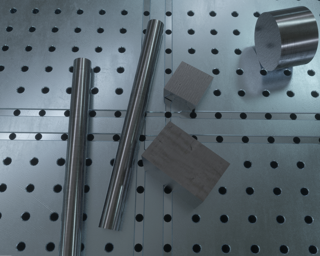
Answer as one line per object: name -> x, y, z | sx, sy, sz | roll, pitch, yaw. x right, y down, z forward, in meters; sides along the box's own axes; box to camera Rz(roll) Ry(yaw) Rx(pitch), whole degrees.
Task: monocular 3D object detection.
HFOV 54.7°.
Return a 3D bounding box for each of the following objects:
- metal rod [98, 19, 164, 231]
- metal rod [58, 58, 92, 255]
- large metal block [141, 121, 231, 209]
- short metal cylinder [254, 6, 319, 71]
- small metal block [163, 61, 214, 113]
metal rod -> -0.033, -0.018, 0.417 | 0.025, 0.025, 0.299 | 10, 70, 3
metal rod -> -0.107, 0.046, 0.393 | 0.025, 0.025, 0.299 | -1, 70, -1
large metal block -> 0.027, 0.047, 0.366 | 0.080, 0.080, 0.050 | 36, 74, 12
short metal cylinder -> 0.172, -0.123, 0.430 | 0.050, 0.080, 0.080 | -12, 71, -4
small metal block -> 0.040, -0.058, 0.433 | 0.050, 0.025, 0.050 | 30, 72, 10
